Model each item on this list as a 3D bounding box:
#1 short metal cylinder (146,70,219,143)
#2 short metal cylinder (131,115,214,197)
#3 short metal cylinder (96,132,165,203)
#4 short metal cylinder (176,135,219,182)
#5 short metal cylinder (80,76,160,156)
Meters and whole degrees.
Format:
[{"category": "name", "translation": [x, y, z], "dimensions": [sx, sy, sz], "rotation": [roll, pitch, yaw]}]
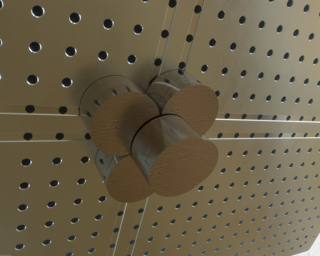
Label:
[{"category": "short metal cylinder", "translation": [0.026, -0.027, 0.393], "dimensions": [0.081, 0.050, 0.079], "rotation": [-14, 125, -21]}, {"category": "short metal cylinder", "translation": [0.014, 0.032, 0.357], "dimensions": [0.081, 0.050, 0.079], "rotation": [-15, 126, -21]}, {"category": "short metal cylinder", "translation": [-0.038, 0.050, 0.406], "dimensions": [0.081, 0.050, 0.079], "rotation": [-14, 125, -21]}, {"category": "short metal cylinder", "translation": [0.035, 0.038, 0.439], "dimensions": [0.081, 0.050, 0.079], "rotation": [-14, 125, -21]}, {"category": "short metal cylinder", "translation": [-0.047, -0.015, 0.360], "dimensions": [0.081, 0.050, 0.079], "rotation": [-14, 125, -21]}]
